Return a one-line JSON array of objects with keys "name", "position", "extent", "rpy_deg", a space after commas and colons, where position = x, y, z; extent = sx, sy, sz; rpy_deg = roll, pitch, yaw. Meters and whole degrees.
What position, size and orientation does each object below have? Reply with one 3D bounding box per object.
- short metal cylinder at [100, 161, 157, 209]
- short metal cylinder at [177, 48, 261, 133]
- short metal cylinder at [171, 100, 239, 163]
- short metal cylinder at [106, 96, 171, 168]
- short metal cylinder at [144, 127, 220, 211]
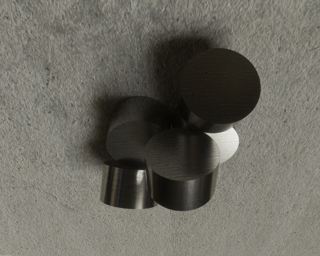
[{"name": "short metal cylinder", "position": [-0.040, 0.076, 0.428], "extent": [0.081, 0.080, 0.050], "rpy_deg": [6, 91, -5]}, {"name": "short metal cylinder", "position": [0.060, -0.038, 0.332], "extent": [0.081, 0.080, 0.050], "rpy_deg": [0, 168, -1]}, {"name": "short metal cylinder", "position": [0.055, 0.005, 0.396], "extent": [0.081, 0.050, 0.079], "rpy_deg": [0, 130, 0]}, {"name": "short metal cylinder", "position": [-0.025, 0.006, 0.396], "extent": [0.081, 0.050, 0.079], "rpy_deg": [0, 130, 0]}, {"name": "short metal cylinder", "position": [0.024, 0.044, 0.345], "extent": [0.081, 0.080, 0.050], "rpy_deg": [-1, 130, 0]}]
